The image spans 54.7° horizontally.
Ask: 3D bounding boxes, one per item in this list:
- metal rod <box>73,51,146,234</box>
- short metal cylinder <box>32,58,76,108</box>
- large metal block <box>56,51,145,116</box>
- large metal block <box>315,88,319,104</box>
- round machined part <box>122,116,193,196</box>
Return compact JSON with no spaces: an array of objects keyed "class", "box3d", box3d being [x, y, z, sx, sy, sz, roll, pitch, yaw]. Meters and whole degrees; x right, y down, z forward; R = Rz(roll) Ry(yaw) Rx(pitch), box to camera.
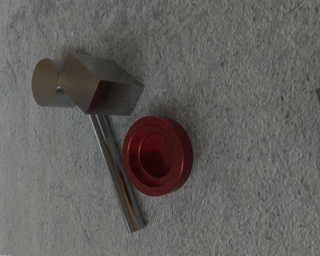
[{"class":"metal rod","box3d":[-0.086,0.010,0.472,0.025,0.025,0.299,-35,69,34]},{"class":"short metal cylinder","box3d":[-0.175,-0.075,0.530,0.080,0.050,0.079,0,90,39]},{"class":"large metal block","box3d":[-0.083,-0.061,0.435,0.080,0.081,0.050,42,115,31]},{"class":"large metal block","box3d":[0.180,-0.003,0.240,0.080,0.050,0.080,-18,79,38]},{"class":"round machined part","box3d":[0.001,0.034,0.391,0.098,0.042,0.097,0,90,39]}]
